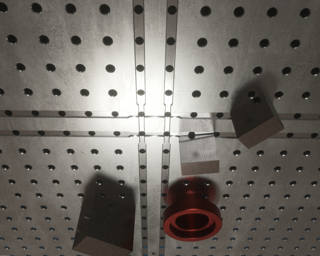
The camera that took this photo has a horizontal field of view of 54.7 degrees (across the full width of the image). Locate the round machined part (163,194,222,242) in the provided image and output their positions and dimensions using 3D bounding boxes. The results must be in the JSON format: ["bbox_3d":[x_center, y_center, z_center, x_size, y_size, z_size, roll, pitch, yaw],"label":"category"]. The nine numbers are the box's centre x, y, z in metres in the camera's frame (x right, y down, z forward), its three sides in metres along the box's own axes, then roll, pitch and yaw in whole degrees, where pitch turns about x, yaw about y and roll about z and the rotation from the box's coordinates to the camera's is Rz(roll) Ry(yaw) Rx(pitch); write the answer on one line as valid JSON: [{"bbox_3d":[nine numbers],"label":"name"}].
[{"bbox_3d":[0.054,0.150,0.529,0.099,0.042,0.097,-1,130,0],"label":"round machined part"}]

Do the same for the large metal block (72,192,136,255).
[{"bbox_3d":[-0.090,0.167,0.516,0.080,0.080,0.050,29,124,-23],"label":"large metal block"}]

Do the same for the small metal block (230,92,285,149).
[{"bbox_3d":[0.121,-0.009,0.389,0.050,0.050,0.025,-35,122,26],"label":"small metal block"}]

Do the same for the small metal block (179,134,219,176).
[{"bbox_3d":[0.053,0.037,0.428,0.050,0.050,0.025,-5,130,4],"label":"small metal block"}]
